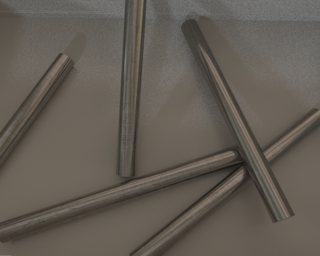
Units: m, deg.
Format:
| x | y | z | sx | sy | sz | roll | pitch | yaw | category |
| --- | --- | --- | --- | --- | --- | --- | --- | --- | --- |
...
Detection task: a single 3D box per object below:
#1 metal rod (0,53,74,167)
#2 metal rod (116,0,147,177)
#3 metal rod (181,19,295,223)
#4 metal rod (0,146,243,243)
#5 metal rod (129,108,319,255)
| x | y | z | sx | sy | sz | roll | pitch | yaw | category |
| --- | --- | --- | --- | --- | --- | --- | --- | --- | --- |
| -0.204 | 0.025 | 0.398 | 0.025 | 0.025 | 0.300 | 27 | 72 | 9 | metal rod |
| -0.033 | -0.090 | 0.375 | 0.025 | 0.025 | 0.298 | 4 | 96 | 1 | metal rod |
| 0.089 | -0.027 | 0.402 | 0.025 | 0.025 | 0.299 | -17 | 64 | -6 | metal rod |
| -0.042 | 0.078 | 0.380 | 0.302 | 0.025 | 0.025 | -17 | 71 | -7 | metal rod |
| 0.092 | 0.069 | 0.384 | 0.301 | 0.025 | 0.025 | -35 | 74 | -12 | metal rod |
